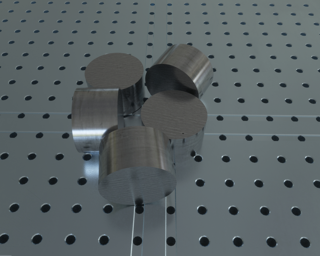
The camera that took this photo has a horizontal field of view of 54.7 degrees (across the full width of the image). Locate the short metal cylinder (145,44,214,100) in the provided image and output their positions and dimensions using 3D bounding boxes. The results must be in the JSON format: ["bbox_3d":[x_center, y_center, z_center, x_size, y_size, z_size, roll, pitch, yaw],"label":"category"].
[{"bbox_3d":[0.027,-0.068,0.429,0.080,0.080,0.050,23,53,18],"label":"short metal cylinder"}]

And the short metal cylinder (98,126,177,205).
[{"bbox_3d":[-0.025,0.042,0.335,0.081,0.080,0.050,-5,51,-4],"label":"short metal cylinder"}]

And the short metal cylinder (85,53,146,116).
[{"bbox_3d":[-0.062,-0.063,0.443,0.080,0.050,0.080,0,50,1],"label":"short metal cylinder"}]

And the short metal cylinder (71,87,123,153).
[{"bbox_3d":[-0.073,-0.010,0.381,0.050,0.080,0.080,-1,50,-2],"label":"short metal cylinder"}]

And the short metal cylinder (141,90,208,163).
[{"bbox_3d":[0.017,-0.002,0.393,0.081,0.050,0.080,1,50,0],"label":"short metal cylinder"}]
